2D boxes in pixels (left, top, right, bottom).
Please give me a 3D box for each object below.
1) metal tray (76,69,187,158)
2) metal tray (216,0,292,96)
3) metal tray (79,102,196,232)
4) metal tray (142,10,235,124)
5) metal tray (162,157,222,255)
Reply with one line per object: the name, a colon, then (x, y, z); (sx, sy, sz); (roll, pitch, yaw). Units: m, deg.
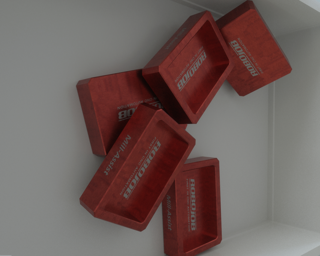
metal tray: (-0.028, -0.026, 0.382); (0.131, 0.030, 0.089); (-19, 103, -39)
metal tray: (0.131, -0.115, 0.474); (0.130, 0.090, 0.030); (41, 35, -33)
metal tray: (-0.020, 0.047, 0.357); (0.090, 0.030, 0.130); (40, 79, -47)
metal tray: (0.043, -0.079, 0.402); (0.090, 0.030, 0.130); (54, 55, -29)
metal tray: (0.047, 0.111, 0.445); (0.091, 0.030, 0.129); (-4, 93, -40)
